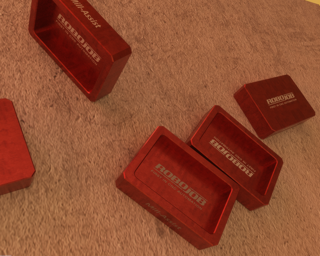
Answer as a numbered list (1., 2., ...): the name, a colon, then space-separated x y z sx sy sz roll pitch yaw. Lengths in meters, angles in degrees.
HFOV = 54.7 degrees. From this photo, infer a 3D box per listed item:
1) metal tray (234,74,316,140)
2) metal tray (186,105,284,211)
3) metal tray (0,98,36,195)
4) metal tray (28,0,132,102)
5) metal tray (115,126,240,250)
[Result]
1. metal tray: 0.199 -0.040 0.531 0.131 0.030 0.090 -16 70 -34
2. metal tray: 0.103 0.039 0.431 0.130 0.030 0.090 40 51 -1
3. metal tray: -0.193 0.027 0.280 0.131 0.030 0.090 -14 69 -34
4. metal tray: -0.101 -0.106 0.371 0.130 0.090 0.030 47 51 5
5. metal tray: 0.025 0.069 0.371 0.130 0.030 0.090 38 51 -3
